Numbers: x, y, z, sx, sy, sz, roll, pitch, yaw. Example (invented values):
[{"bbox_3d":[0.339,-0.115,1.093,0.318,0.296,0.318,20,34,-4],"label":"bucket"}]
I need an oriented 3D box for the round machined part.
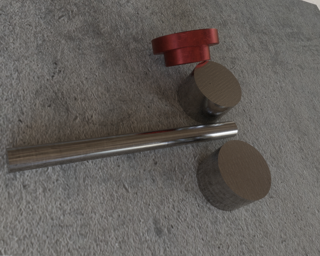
[{"bbox_3d":[0.039,-0.117,0.462,0.099,0.098,0.042,-17,103,-35],"label":"round machined part"}]

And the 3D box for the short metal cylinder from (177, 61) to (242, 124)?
[{"bbox_3d":[0.073,-0.053,0.461,0.081,0.050,0.080,14,56,-21],"label":"short metal cylinder"}]

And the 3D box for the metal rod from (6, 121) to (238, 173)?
[{"bbox_3d":[-0.021,0.017,0.383,0.303,0.025,0.025,-7,65,-32],"label":"metal rod"}]

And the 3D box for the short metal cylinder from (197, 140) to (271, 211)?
[{"bbox_3d":[0.095,0.062,0.403,0.081,0.050,0.080,14,56,-21],"label":"short metal cylinder"}]
